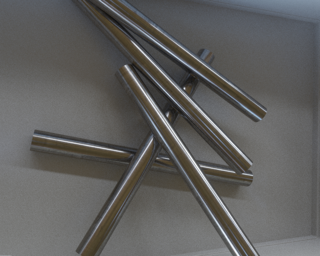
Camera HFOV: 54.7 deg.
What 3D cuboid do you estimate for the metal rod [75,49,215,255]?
[{"bbox_3d":[-0.007,0.018,0.385,0.025,0.025,0.300,37,69,-17],"label":"metal rod"}]

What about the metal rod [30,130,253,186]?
[{"bbox_3d":[-0.008,0.044,0.408,0.302,0.025,0.025,12,86,-20],"label":"metal rod"}]

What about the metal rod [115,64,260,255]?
[{"bbox_3d":[0.037,0.053,0.355,0.025,0.025,0.299,-31,81,-18],"label":"metal rod"}]

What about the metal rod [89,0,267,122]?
[{"bbox_3d":[0.018,-0.096,0.384,0.301,0.025,0.025,33,79,-18],"label":"metal rod"}]

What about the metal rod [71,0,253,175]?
[{"bbox_3d":[0.001,-0.059,0.378,0.300,0.025,0.025,46,75,-2],"label":"metal rod"}]
